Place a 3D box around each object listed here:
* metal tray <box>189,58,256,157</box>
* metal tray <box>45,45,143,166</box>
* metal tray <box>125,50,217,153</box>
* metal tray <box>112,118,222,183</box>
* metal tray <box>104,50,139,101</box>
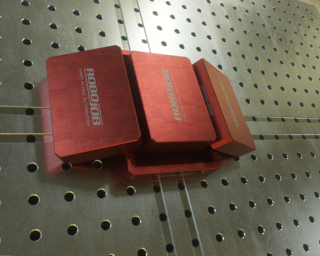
[{"bbox_3d":[0.088,-0.028,0.447,0.090,0.030,0.130,19,49,-51],"label":"metal tray"},{"bbox_3d":[-0.078,-0.030,0.359,0.091,0.030,0.130,-12,66,-6],"label":"metal tray"},{"bbox_3d":[0.010,-0.035,0.394,0.091,0.030,0.130,0,62,-29],"label":"metal tray"},{"bbox_3d":[0.009,0.019,0.400,0.131,0.030,0.090,0,62,-28],"label":"metal tray"},{"bbox_3d":[-0.012,-0.061,0.437,0.131,0.030,0.090,0,62,-28],"label":"metal tray"}]
